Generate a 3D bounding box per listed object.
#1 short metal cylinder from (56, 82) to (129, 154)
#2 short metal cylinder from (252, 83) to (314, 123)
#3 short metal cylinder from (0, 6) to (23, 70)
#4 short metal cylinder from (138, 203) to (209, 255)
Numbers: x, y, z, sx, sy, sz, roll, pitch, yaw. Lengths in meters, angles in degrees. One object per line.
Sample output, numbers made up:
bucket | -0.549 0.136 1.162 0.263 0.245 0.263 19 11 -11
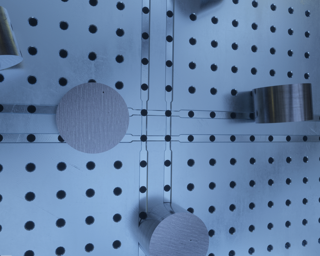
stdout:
short metal cylinder | -0.082 -0.011 0.369 0.081 0.050 0.079 0 90 -20
short metal cylinder | 0.177 -0.035 0.448 0.081 0.080 0.050 -5 92 -20
short metal cylinder | -0.189 -0.087 0.313 0.081 0.080 0.050 -17 96 -19
short metal cylinder | 0.016 0.144 0.406 0.081 0.050 0.079 0 90 -20
